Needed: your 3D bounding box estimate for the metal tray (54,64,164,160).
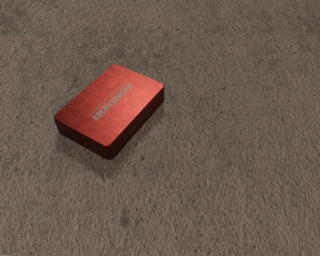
[{"bbox_3d":[-0.065,-0.027,0.422,0.090,0.030,0.130,26,54,20],"label":"metal tray"}]
